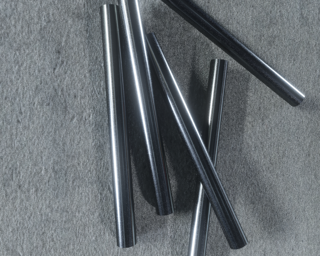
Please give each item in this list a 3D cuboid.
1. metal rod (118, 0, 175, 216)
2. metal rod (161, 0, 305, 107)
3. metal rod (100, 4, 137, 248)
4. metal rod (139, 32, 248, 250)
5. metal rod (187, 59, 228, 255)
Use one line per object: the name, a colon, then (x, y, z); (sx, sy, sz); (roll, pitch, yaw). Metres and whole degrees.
metal rod: (-0.018, -0.034, 0.393); (0.025, 0.025, 0.298); (-13, 98, -20)
metal rod: (0.098, -0.123, 0.446); (0.301, 0.025, 0.025); (33, 79, -17)
metal rod: (-0.052, -0.001, 0.390); (0.025, 0.025, 0.298); (-4, 92, -20)
metal rod: (0.043, 0.018, 0.406); (0.025, 0.025, 0.299); (-25, 91, -19)
metal rod: (0.066, 0.053, 0.434); (0.025, 0.025, 0.298); (8, 87, -20)
